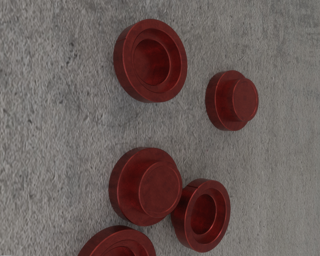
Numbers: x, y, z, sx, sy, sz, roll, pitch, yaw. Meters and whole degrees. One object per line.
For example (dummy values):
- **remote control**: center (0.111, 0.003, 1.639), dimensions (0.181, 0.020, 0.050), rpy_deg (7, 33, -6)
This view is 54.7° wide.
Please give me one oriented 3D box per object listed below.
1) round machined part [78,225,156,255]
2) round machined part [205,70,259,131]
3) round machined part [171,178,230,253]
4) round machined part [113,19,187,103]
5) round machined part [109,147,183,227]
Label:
- **round machined part**: center (-0.055, 0.159, 0.348), dimensions (0.099, 0.042, 0.097), rpy_deg (0, 90, -40)
- **round machined part**: center (0.121, -0.044, 0.494), dimensions (0.099, 0.042, 0.097), rpy_deg (0, 90, -40)
- **round machined part**: center (0.053, 0.119, 0.437), dimensions (0.099, 0.042, 0.097), rpy_deg (-2, 92, -42)
- **round machined part**: center (-0.016, -0.079, 0.380), dimensions (0.099, 0.042, 0.097), rpy_deg (0, 90, -40)
- **round machined part**: center (-0.010, 0.073, 0.385), dimensions (0.099, 0.042, 0.097), rpy_deg (0, 90, -40)
